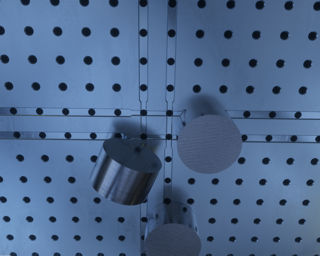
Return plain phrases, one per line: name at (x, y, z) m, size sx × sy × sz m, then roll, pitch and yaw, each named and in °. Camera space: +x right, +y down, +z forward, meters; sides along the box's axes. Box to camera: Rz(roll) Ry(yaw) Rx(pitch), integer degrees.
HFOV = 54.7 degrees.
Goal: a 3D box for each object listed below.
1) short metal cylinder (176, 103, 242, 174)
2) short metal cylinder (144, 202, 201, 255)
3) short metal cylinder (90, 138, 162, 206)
short metal cylinder at (0.061, 0.013, 0.405) m, size 0.081 × 0.050 × 0.079 m, roll 0°, pitch 110°, yaw 0°
short metal cylinder at (0.018, 0.158, 0.458) m, size 0.081 × 0.050 × 0.079 m, roll 0°, pitch 111°, yaw 0°
short metal cylinder at (-0.044, 0.055, 0.404) m, size 0.080 × 0.080 × 0.050 m, roll 22°, pitch 109°, yaw -8°
